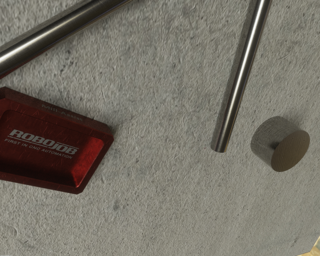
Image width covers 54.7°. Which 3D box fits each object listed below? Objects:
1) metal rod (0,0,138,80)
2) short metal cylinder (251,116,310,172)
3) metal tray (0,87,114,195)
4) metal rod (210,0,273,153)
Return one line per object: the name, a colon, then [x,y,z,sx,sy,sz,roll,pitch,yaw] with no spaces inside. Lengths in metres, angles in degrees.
metal rod: [-0.077,-0.107,0.299,0.301,0.025,0.025,-33,129,-7]
short metal cylinder: [0.201,0.027,0.520,0.081,0.050,0.079,-14,125,-21]
metal tray: [-0.129,0.020,0.346,0.131,0.030,0.090,23,106,-37]
metal rod: [0.114,-0.099,0.410,0.025,0.025,0.298,-4,121,-27]
